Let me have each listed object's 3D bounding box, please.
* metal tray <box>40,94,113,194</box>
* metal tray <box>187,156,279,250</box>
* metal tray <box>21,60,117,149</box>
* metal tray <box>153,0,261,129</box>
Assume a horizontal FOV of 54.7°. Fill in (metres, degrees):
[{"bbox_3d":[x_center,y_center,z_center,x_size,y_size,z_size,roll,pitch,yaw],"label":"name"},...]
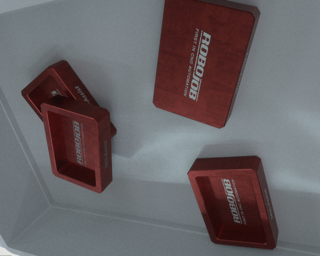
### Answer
[{"bbox_3d":[-0.116,0.025,0.442,0.090,0.030,0.129,16,125,18],"label":"metal tray"},{"bbox_3d":[0.099,0.101,0.415,0.090,0.030,0.129,-6,115,31],"label":"metal tray"},{"bbox_3d":[-0.136,-0.023,0.462,0.090,0.030,0.130,-26,105,37],"label":"metal tray"},{"bbox_3d":[0.045,-0.071,0.338,0.090,0.030,0.129,20,126,16],"label":"metal tray"}]
